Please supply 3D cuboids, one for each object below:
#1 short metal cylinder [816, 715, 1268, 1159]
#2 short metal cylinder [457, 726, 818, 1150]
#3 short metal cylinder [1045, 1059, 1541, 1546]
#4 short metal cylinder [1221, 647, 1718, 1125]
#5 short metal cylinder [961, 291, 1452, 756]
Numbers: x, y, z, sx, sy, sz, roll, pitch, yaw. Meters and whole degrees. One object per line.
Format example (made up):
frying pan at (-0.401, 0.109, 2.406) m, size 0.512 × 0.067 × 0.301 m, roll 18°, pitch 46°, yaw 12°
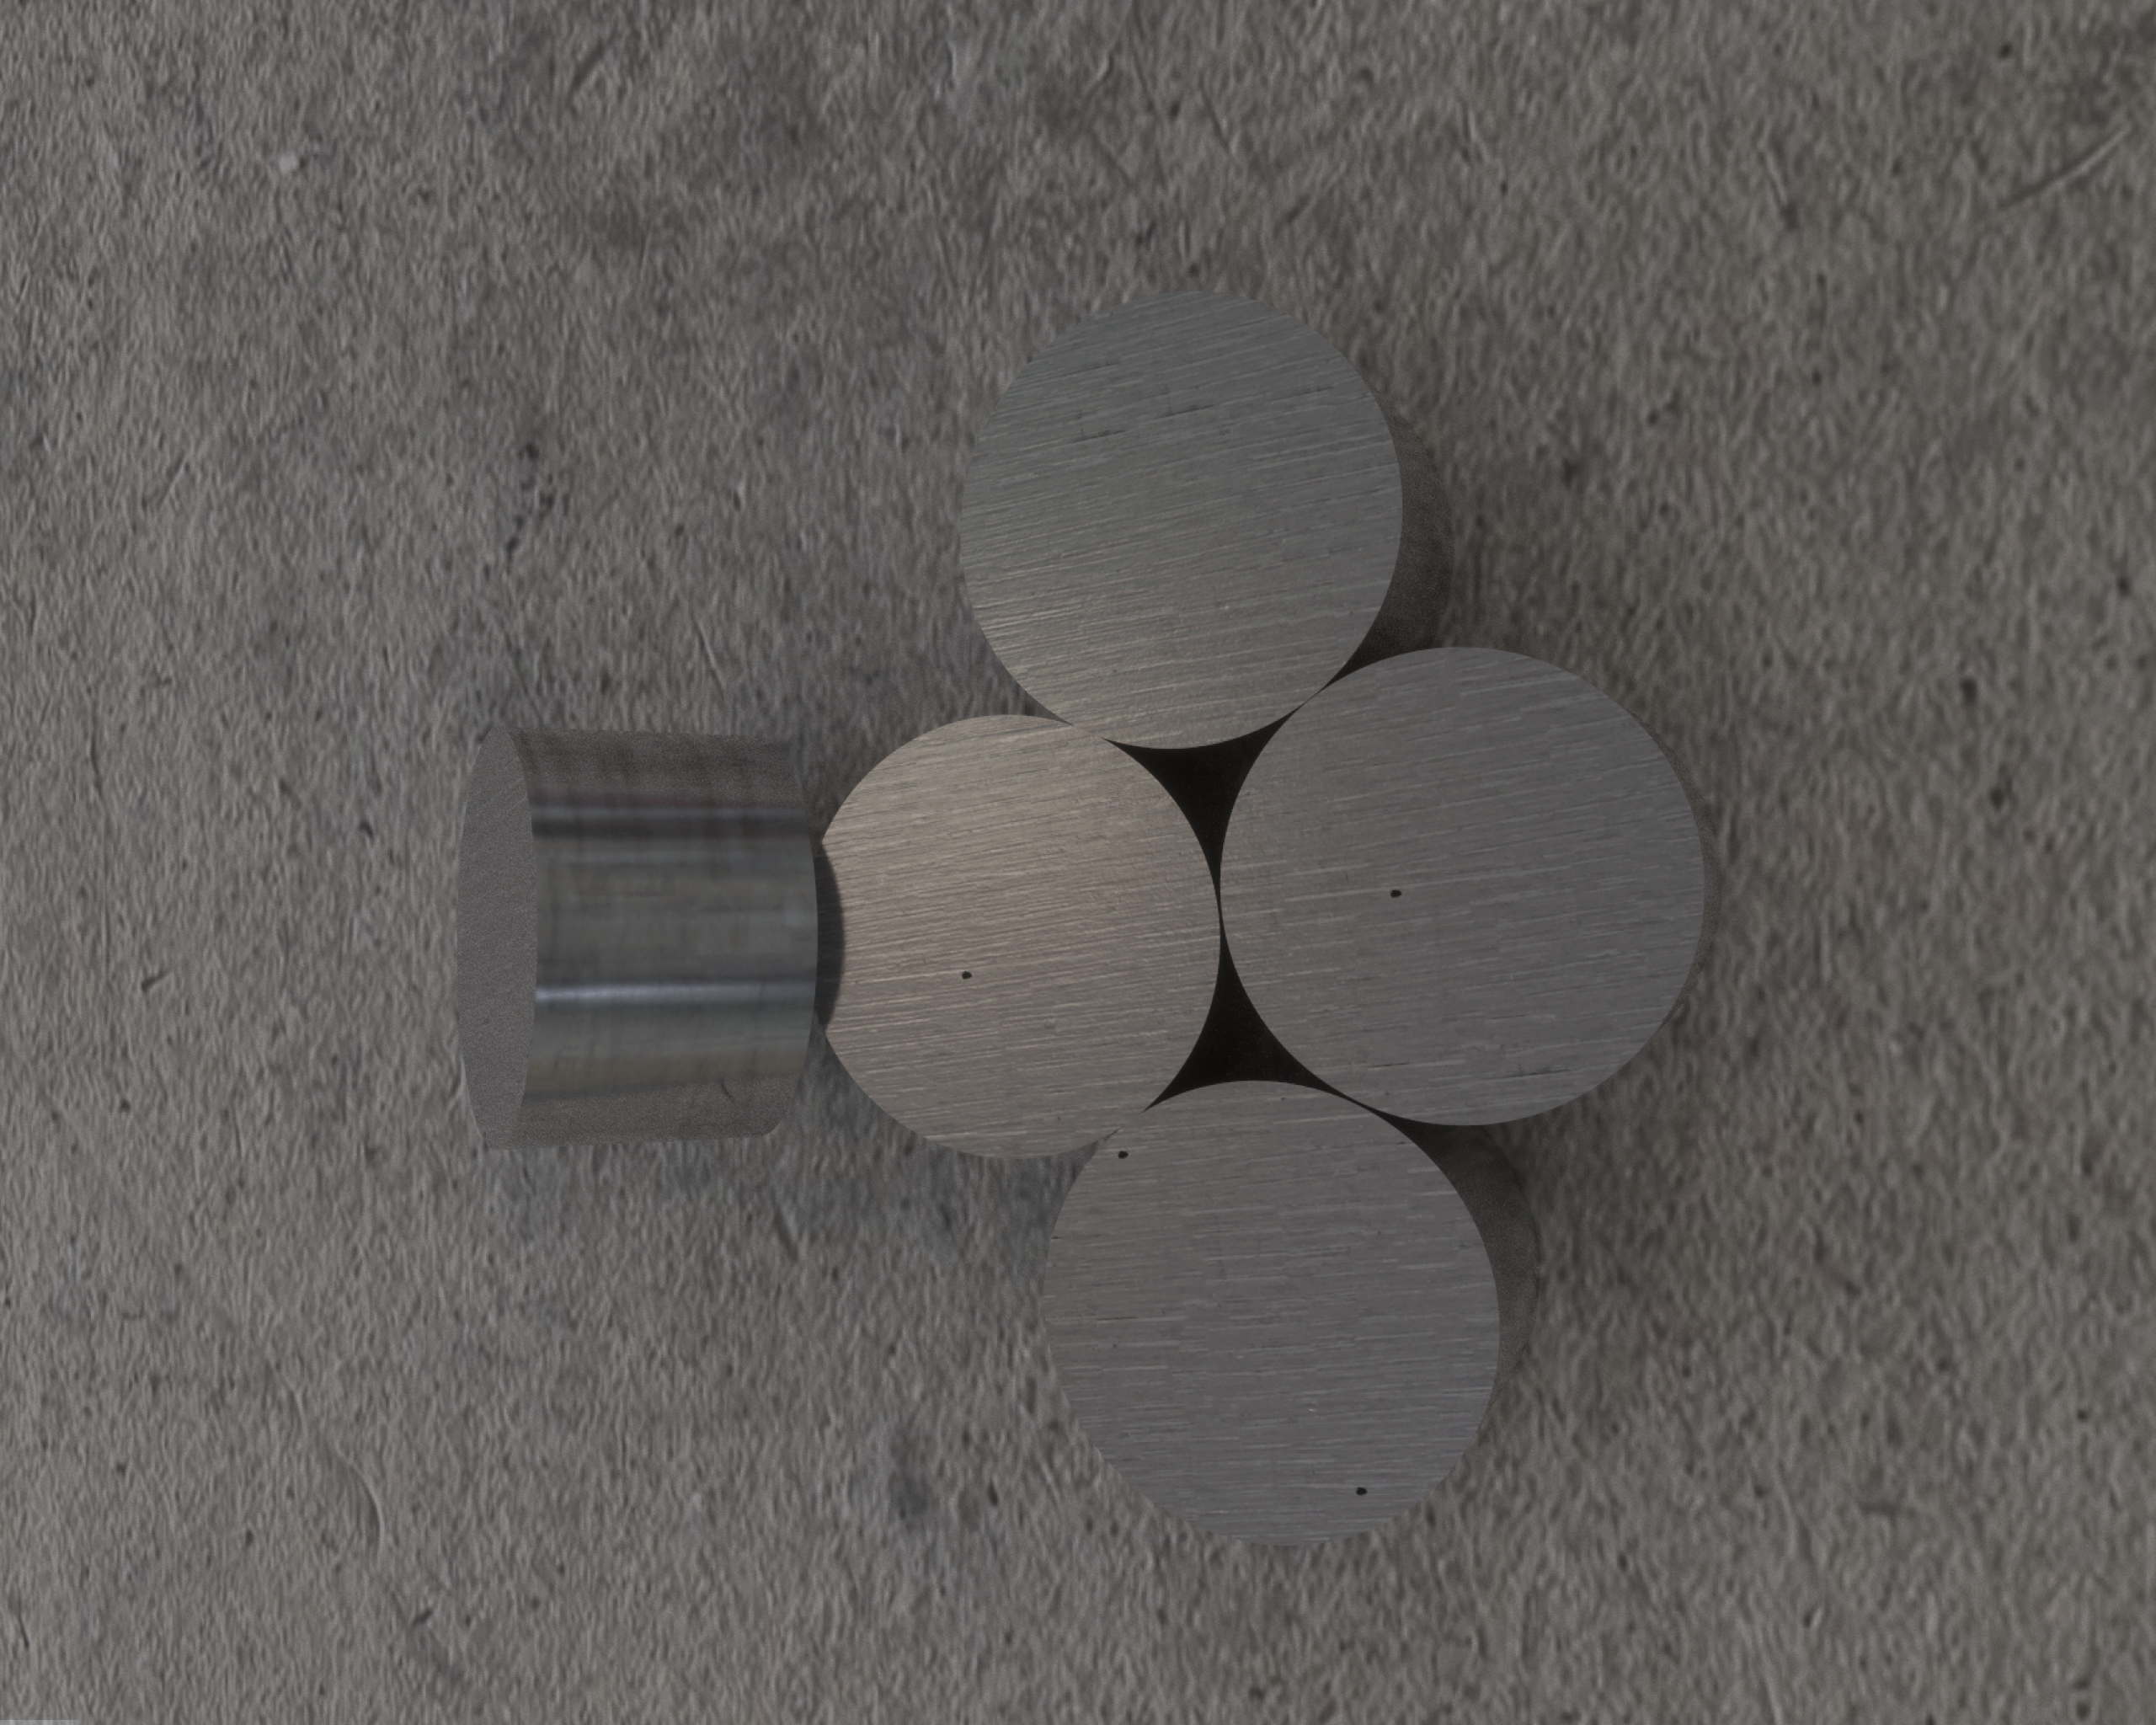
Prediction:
short metal cylinder at (-0.005, 0.013, 0.397) m, size 0.080 × 0.050 × 0.080 m, roll 0°, pitch 90°, yaw 20°
short metal cylinder at (-0.088, 0.014, 0.404) m, size 0.080 × 0.050 × 0.080 m, roll -3°, pitch 87°, yaw 64°
short metal cylinder at (0.040, 0.077, 0.381) m, size 0.080 × 0.050 × 0.080 m, roll 0°, pitch 90°, yaw 20°
short metal cylinder at (0.071, 0.004, 0.370) m, size 0.080 × 0.050 × 0.080 m, roll 0°, pitch 90°, yaw 20°
short metal cylinder at (0.025, -0.060, 0.387) m, size 0.080 × 0.050 × 0.080 m, roll 0°, pitch 90°, yaw 20°
